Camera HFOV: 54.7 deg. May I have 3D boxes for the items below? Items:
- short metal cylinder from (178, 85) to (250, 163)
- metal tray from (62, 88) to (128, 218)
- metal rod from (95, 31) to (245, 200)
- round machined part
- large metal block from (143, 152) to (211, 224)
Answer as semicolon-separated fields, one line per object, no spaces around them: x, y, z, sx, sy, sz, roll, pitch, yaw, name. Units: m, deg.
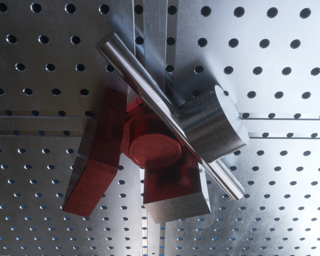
0.065;-0.004;0.371;0.050;0.080;0.080;-30;124;22;short metal cylinder
-0.074;0.025;0.364;0.030;0.130;0.089;22;127;-18;metal tray
0.031;0.005;0.389;0.025;0.025;0.300;-28;125;21;metal rod
-0.007;0.019;0.416;0.099;0.042;0.097;-1;130;0;round machined part
0.024;0.083;0.447;0.080;0.080;0.050;-15;129;12;large metal block
